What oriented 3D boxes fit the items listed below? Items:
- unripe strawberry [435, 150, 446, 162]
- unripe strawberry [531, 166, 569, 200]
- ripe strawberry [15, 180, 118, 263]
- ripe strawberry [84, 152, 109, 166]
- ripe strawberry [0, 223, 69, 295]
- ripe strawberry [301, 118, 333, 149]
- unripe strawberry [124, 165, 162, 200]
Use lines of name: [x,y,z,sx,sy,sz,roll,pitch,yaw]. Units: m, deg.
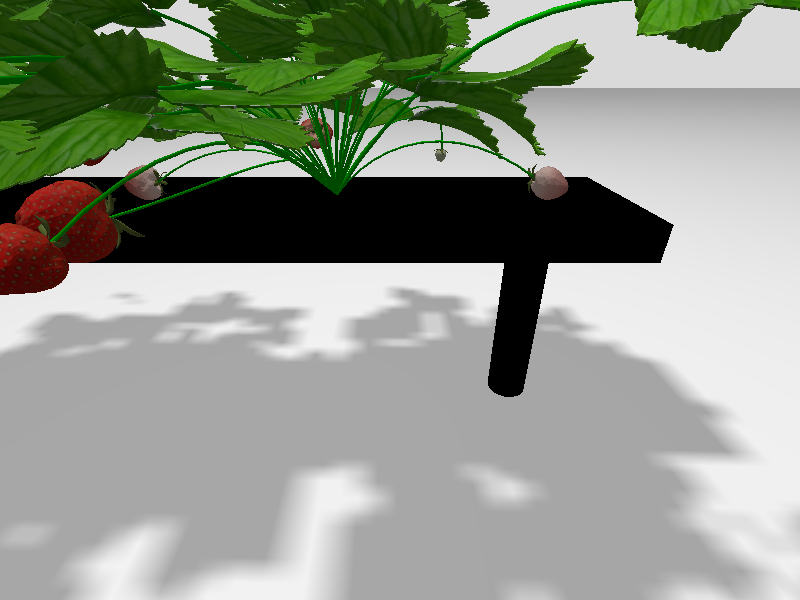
unripe strawberry: [0.048,-0.170,0.472,0.012,0.013,0.014,19,35,30]
unripe strawberry: [0.122,-0.095,0.327,0.030,0.026,0.030,17,30,-3]
ripe strawberry: [-0.178,-0.041,0.214,0.038,0.043,0.041,23,37,34]
ripe strawberry: [-0.347,-0.169,0.449,0.035,0.035,0.039,-21,35,-33]
ripe strawberry: [-0.175,-0.016,0.181,0.037,0.033,0.034,18,45,28]
ripe strawberry: [-0.114,-0.228,0.549,0.044,0.039,0.040,-7,17,-12]
unripe strawberry: [-0.210,-0.096,0.327,0.026,0.027,0.024,-6,30,-5]
